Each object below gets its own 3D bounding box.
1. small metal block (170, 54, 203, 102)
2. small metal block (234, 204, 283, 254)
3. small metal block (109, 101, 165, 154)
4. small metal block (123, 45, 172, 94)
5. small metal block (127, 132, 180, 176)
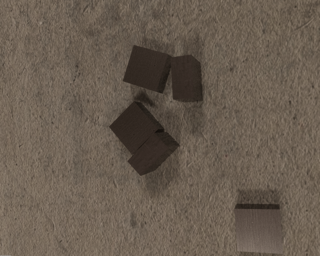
[{"bbox_3d":[0.034,-0.059,0.383,0.025,0.050,0.050,-4,89,20],"label":"small metal block"},{"bbox_3d":[0.117,0.118,0.368,0.050,0.025,0.050,-4,89,19],"label":"small metal block"},{"bbox_3d":[-0.031,0.000,0.419,0.050,0.025,0.050,-44,77,14],"label":"small metal block"},{"bbox_3d":[-0.015,-0.078,0.414,0.050,0.025,0.050,20,96,18],"label":"small metal block"},{"bbox_3d":[-0.007,0.032,0.397,0.025,0.050,0.050,47,104,14],"label":"small metal block"}]
